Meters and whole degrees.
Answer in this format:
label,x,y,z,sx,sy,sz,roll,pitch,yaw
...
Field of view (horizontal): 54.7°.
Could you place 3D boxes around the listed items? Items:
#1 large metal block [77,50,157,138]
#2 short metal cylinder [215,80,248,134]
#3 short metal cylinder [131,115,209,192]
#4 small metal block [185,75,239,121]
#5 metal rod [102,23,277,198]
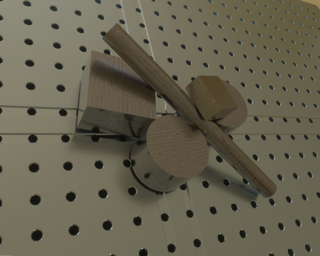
label,x,y,z,sx,sy,sz,roll,pitch,yaw
large metal block,-0.053,-0.039,0.381,0.081,0.050,0.080,10,57,-23
short metal cylinder,0.077,-0.025,0.444,0.081,0.050,0.080,14,56,-21
short metal cylinder,0.011,0.031,0.375,0.081,0.050,0.080,14,56,-21
small metal block,0.066,-0.038,0.389,0.050,0.025,0.050,-11,66,-52
metal rod,0.048,-0.011,0.391,0.300,0.025,0.025,43,50,-17
